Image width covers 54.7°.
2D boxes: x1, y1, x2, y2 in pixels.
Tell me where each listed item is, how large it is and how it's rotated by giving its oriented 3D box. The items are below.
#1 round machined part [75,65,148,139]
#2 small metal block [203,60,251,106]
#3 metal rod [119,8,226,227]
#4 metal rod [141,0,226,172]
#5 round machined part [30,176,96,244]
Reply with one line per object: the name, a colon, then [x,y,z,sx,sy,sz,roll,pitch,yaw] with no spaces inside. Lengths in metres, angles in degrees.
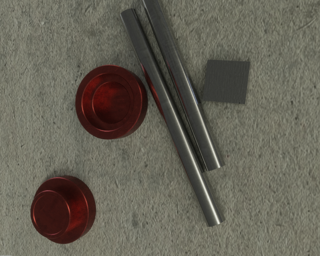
round machined part: [-0.061,-0.034,0.422,0.098,0.042,0.097,0,90,20]
small metal block: [0.083,-0.055,0.380,0.050,0.025,0.050,7,92,19]
metal rod: [0.013,-0.019,0.404,0.025,0.025,0.299,-25,82,18]
metal rod: [0.018,-0.089,0.402,0.025,0.025,0.299,-23,83,18]
round machined part: [-0.147,0.121,0.452,0.098,0.042,0.097,0,90,20]
